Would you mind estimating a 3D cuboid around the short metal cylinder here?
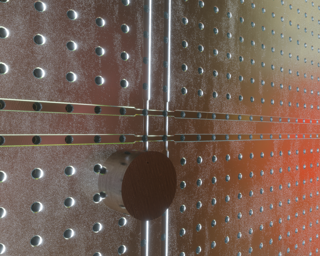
[{"bbox_3d":[-0.026,0.066,0.373,0.081,0.050,0.079,0,90,-40],"label":"short metal cylinder"}]
